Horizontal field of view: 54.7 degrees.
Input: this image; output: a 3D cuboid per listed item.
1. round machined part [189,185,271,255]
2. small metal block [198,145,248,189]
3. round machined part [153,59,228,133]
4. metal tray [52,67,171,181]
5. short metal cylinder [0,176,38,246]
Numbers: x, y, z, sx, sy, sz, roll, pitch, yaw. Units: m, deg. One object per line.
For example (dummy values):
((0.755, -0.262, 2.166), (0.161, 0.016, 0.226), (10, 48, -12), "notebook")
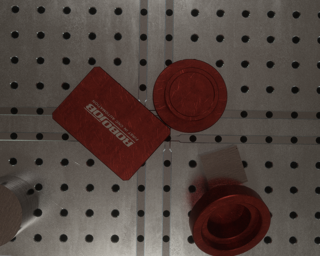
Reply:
((0.085, 0.112, 0.394), (0.099, 0.042, 0.097), (-3, 115, -7), "round machined part")
((0.083, 0.053, 0.415), (0.050, 0.025, 0.050), (-17, 90, -1), "small metal block")
((0.040, -0.042, 0.405), (0.099, 0.042, 0.097), (0, 90, -1), "round machined part")
((-0.062, -0.006, 0.410), (0.130, 0.030, 0.090), (42, 90, -1), "metal tray")
((-0.207, 0.105, 0.398), (0.081, 0.050, 0.079), (0, 90, -1), "short metal cylinder")
